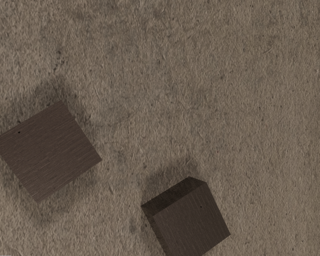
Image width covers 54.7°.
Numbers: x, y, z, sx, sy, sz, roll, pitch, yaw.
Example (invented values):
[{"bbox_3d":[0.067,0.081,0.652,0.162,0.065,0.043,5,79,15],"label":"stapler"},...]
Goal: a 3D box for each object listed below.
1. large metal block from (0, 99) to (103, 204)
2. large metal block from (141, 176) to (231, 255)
[{"bbox_3d":[-0.125,0.024,0.350,0.080,0.050,0.080,-35,102,-17],"label":"large metal block"},{"bbox_3d":[0.033,0.122,0.410,0.081,0.050,0.080,-28,100,-18],"label":"large metal block"}]
